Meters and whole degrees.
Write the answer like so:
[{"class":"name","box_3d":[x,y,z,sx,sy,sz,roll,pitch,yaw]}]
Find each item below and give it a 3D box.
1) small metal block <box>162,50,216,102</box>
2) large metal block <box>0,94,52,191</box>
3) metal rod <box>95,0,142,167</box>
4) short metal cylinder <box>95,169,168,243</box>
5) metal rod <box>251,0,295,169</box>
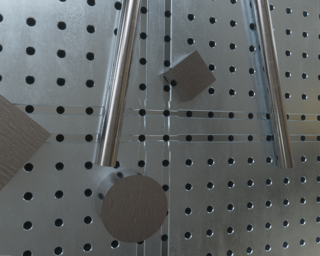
[{"class":"small metal block","box_3d":[0.041,-0.071,0.429,0.050,0.025,0.050,-40,103,-16]},{"class":"large metal block","box_3d":[-0.178,0.011,0.334,0.080,0.050,0.080,42,77,-16]},{"class":"metal rod","box_3d":[-0.046,-0.100,0.396,0.025,0.025,0.298,10,87,-20]},{"class":"short metal cylinder","box_3d":[-0.037,0.095,0.387,0.081,0.050,0.079,0,90,-20]},{"class":"metal rod","box_3d":[0.171,-0.085,0.477,0.025,0.025,0.298,-12,94,-20]}]
